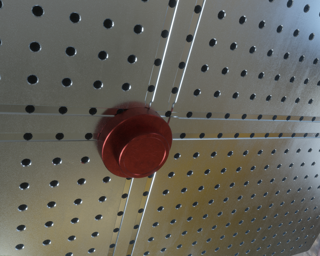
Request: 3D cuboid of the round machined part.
[{"bbox_3d":[-0.027,0.026,0.403,0.099,0.042,0.097,-14,124,-21],"label":"round machined part"}]
